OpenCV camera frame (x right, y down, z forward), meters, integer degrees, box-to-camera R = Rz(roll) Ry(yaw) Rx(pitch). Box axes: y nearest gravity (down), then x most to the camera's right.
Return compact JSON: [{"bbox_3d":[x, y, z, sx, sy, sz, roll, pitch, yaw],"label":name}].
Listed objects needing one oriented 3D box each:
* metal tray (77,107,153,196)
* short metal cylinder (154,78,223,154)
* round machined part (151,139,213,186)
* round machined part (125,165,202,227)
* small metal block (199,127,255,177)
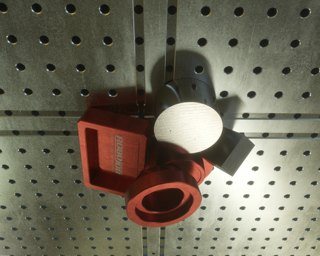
[{"bbox_3d":[-0.061,0.039,0.427,0.090,0.030,0.129,13,130,7],"label":"metal tray"},{"bbox_3d":[0.033,-0.014,0.383,0.081,0.050,0.079,0,130,0],"label":"short metal cylinder"},{"bbox_3d":[0.029,0.054,0.446,0.099,0.042,0.097,-1,130,0],"label":"round machined part"},{"bbox_3d":[0.002,0.087,0.412,0.099,0.042,0.097,-7,133,-8],"label":"round machined part"},{"bbox_3d":[0.087,0.029,0.409,0.025,0.050,0.050,39,85,-28],"label":"small metal block"}]
